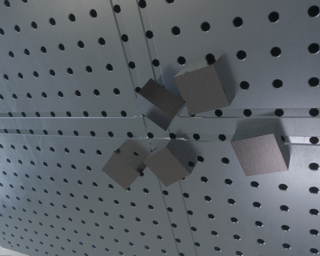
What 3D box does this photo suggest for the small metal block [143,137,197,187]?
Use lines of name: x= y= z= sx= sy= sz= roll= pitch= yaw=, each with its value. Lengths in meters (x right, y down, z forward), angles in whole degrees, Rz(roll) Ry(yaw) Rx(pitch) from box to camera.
small metal block: x=0.013 y=0.049 z=0.435 sx=0.050 sy=0.025 sz=0.050 roll=48 pitch=129 yaw=-6

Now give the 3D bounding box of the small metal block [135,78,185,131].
small metal block: x=-0.002 y=-0.027 z=0.381 sx=0.050 sy=0.025 sz=0.050 roll=37 pitch=161 yaw=3

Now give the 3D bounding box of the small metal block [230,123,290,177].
small metal block: x=0.119 y=0.026 z=0.365 sx=0.050 sy=0.025 sz=0.050 roll=-16 pitch=110 yaw=34

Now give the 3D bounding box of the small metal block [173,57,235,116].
small metal block: x=0.051 y=-0.047 z=0.356 sx=0.050 sy=0.025 sz=0.050 roll=-13 pitch=112 yaw=33

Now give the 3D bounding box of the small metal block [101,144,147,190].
small metal block: x=-0.055 y=0.061 z=0.478 sx=0.050 sy=0.025 sz=0.050 roll=40 pitch=129 yaw=1
